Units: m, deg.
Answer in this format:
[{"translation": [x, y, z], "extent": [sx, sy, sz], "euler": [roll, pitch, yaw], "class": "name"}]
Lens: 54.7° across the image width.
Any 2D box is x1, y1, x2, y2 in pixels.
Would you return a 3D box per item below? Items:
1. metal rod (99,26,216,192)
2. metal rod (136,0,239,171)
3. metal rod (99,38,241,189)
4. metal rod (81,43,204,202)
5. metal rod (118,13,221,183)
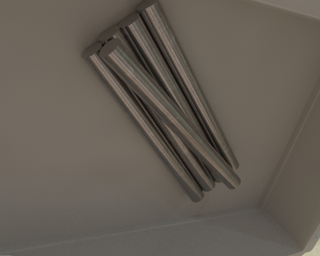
[{"translation": [0.013, -0.002, 0.413], "extent": [0.025, 0.025, 0.300], "euler": [-37, 129, -3], "class": "metal rod"}, {"translation": [0.052, -0.033, 0.415], "extent": [0.025, 0.025, 0.300], "euler": [-37, 129, -3], "class": "metal rod"}, {"translation": [0.033, 0.004, 0.394], "extent": [0.025, 0.025, 0.300], "euler": [-44, 129, 2], "class": "metal rod"}, {"translation": [-0.005, 0.015, 0.414], "extent": [0.025, 0.025, 0.300], "euler": [-37, 129, -3], "class": "metal rod"}, {"translation": [0.034, -0.016, 0.415], "extent": [0.025, 0.025, 0.300], "euler": [-37, 129, -3], "class": "metal rod"}]
